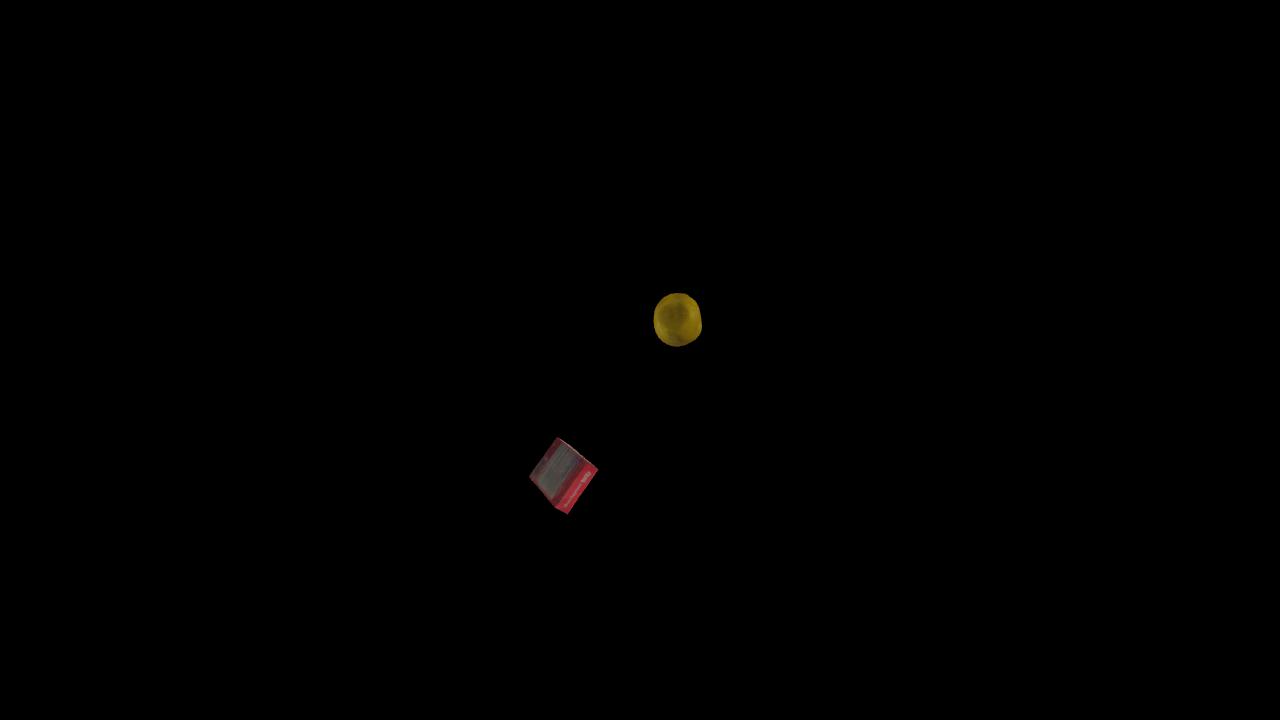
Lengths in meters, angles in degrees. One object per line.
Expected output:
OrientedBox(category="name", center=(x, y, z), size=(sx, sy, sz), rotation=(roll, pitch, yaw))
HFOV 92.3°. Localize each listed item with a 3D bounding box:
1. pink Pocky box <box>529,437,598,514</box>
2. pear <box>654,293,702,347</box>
OrientedBox(category="pink Pocky box", center=(-0.126, 0.183, 0.993), size=(0.029, 0.084, 0.155), rotation=(38, -9, -24))
OrientedBox(category="pear", center=(0.065, -0.055, 0.943), size=(0.080, 0.080, 0.111), rotation=(0, -13, 24))
